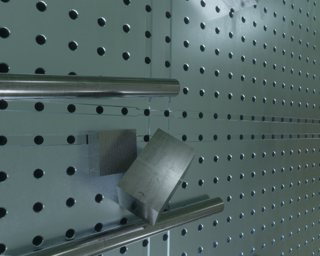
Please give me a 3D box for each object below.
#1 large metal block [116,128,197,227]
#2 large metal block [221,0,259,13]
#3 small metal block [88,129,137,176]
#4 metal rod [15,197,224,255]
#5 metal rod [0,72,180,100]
[{"bbox_3d":[-0.005,0.060,0.361,0.050,0.080,0.080,31,64,11],"label":"large metal block"},{"bbox_3d":[0.126,-0.250,0.497,0.080,0.050,0.080,35,69,-35],"label":"large metal block"},{"bbox_3d":[-0.055,0.027,0.363,0.050,0.025,0.050,-3,92,-40],"label":"small metal block"},{"bbox_3d":[-0.025,0.127,0.388,0.302,0.025,0.025,-4,93,-40],"label":"metal rod"},{"bbox_3d":[-0.096,-0.044,0.327,0.302,0.025,0.025,-6,94,-40],"label":"metal rod"}]
